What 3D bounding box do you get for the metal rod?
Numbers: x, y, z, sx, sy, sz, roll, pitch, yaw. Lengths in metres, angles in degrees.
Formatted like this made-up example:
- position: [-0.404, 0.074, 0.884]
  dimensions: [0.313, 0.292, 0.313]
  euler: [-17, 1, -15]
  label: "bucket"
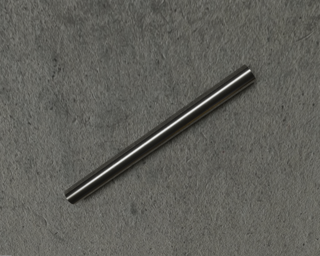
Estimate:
- position: [-0.007, 0.015, 0.417]
  dimensions: [0.300, 0.025, 0.025]
  euler: [-35, 107, 11]
  label: "metal rod"
